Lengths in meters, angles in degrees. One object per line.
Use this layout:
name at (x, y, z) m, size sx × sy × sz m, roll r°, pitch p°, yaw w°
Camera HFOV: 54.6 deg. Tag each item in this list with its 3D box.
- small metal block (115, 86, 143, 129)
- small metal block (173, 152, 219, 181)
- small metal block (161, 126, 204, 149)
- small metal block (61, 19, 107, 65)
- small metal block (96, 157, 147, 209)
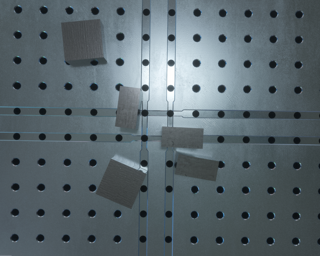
small metal block at (-0.039, -0.025, 0.401) m, size 0.025 × 0.050 × 0.050 m, roll 7°, pitch 90°, yaw 0°
small metal block at (0.045, 0.048, 0.401) m, size 0.050 × 0.050 × 0.025 m, roll 10°, pitch 90°, yaw 0°
small metal block at (0.027, 0.012, 0.401) m, size 0.050 × 0.050 × 0.025 m, roll 3°, pitch 90°, yaw 0°
small metal block at (-0.100, -0.114, 0.413) m, size 0.050 × 0.025 × 0.050 m, roll -6°, pitch 90°, yaw 0°
small metal block at (-0.050, 0.072, 0.413) m, size 0.050 × 0.025 × 0.050 m, roll 23°, pitch 90°, yaw 0°
